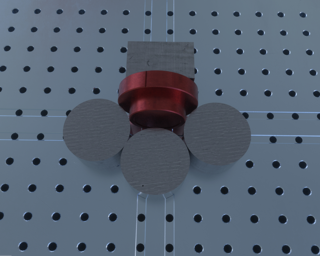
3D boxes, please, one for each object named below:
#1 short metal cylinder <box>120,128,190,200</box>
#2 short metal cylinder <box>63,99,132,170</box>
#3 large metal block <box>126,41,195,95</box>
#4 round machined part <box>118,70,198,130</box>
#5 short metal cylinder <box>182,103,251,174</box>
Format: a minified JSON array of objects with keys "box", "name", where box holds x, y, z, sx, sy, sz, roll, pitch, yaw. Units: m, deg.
[{"box":[-0.005,0.045,0.382,0.081,0.050,0.080,0,70,0],"name":"short metal cylinder"},{"box":[-0.076,0.009,0.395,0.081,0.050,0.080,0,70,0],"name":"short metal cylinder"},{"box":[0.001,-0.069,0.407,0.081,0.080,0.050,1,70,0],"name":"large metal block"},{"box":[-0.003,-0.028,0.381,0.099,0.098,0.042,2,70,0],"name":"round machined part"},{"box":[0.069,0.014,0.394,0.081,0.050,0.080,0,70,0],"name":"short metal cylinder"}]
